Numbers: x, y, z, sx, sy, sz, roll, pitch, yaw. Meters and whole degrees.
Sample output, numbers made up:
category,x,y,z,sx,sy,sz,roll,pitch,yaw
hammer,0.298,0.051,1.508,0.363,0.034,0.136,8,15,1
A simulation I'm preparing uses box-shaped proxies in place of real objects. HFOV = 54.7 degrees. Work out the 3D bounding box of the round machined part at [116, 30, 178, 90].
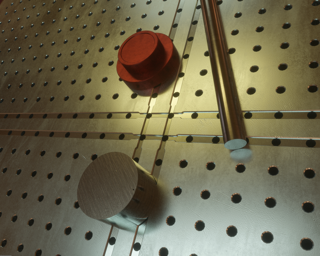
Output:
category,x,y,z,sx,sy,sz,roll,pitch,yaw
round machined part,-0.025,-0.111,0.477,0.098,0.042,0.098,-13,56,20

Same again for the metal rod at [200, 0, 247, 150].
category,x,y,z,sx,sy,sz,roll,pitch,yaw
metal rod,0.080,-0.108,0.431,0.025,0.025,0.299,-15,55,19

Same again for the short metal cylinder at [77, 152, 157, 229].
category,x,y,z,sx,sy,sz,roll,pitch,yaw
short metal cylinder,-0.050,0.075,0.371,0.080,0.050,0.080,-13,56,20
